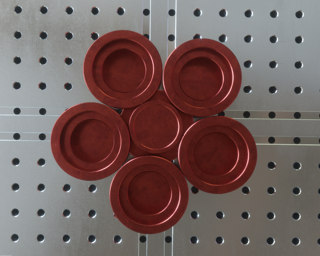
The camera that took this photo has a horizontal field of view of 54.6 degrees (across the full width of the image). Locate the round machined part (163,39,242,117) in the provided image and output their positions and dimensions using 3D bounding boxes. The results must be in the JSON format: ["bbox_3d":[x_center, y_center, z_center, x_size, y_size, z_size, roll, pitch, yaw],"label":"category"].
[{"bbox_3d":[0.053,-0.063,0.405,0.099,0.042,0.097,0,90,0],"label":"round machined part"}]

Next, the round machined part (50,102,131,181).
[{"bbox_3d":[-0.086,0.016,0.404,0.099,0.042,0.097,0,90,0],"label":"round machined part"}]

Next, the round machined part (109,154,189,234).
[{"bbox_3d":[-0.013,0.083,0.404,0.099,0.042,0.097,0,90,0],"label":"round machined part"}]

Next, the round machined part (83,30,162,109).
[{"bbox_3d":[-0.046,-0.073,0.404,0.099,0.042,0.097,0,90,0],"label":"round machined part"}]

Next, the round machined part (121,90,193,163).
[{"bbox_3d":[-0.005,-0.001,0.404,0.099,0.042,0.097,0,90,0],"label":"round machined part"}]

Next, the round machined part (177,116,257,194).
[{"bbox_3d":[0.072,0.033,0.405,0.099,0.042,0.097,0,90,0],"label":"round machined part"}]
